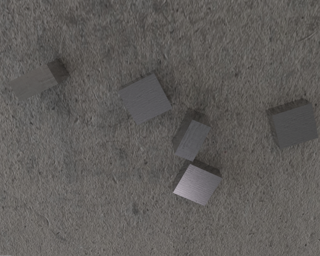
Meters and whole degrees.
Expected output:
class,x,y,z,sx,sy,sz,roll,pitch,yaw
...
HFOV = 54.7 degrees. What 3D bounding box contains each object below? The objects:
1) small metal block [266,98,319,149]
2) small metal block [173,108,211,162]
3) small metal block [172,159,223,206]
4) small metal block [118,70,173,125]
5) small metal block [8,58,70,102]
class,x,y,z,sx,sy,sz,roll,pitch,yaw
small metal block,0.174,-0.006,0.409,0.050,0.025,0.050,-18,109,6
small metal block,0.040,0.007,0.399,0.025,0.050,0.050,23,108,-8
small metal block,0.052,0.075,0.438,0.050,0.025,0.050,25,108,-9
small metal block,-0.018,-0.039,0.395,0.050,0.025,0.050,-26,108,9
small metal block,-0.143,-0.059,0.373,0.050,0.050,0.025,-23,109,8
